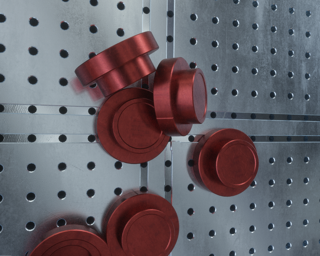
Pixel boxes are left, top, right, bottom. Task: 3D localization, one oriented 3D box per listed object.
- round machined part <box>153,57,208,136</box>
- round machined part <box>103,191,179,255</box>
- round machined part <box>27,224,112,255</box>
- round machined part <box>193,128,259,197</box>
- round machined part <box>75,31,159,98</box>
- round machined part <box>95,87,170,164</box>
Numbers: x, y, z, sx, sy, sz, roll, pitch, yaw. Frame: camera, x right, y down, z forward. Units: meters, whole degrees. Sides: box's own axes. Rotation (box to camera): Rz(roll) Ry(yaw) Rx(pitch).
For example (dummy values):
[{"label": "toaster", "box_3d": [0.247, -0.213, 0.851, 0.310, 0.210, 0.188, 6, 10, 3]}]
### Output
[{"label": "round machined part", "box_3d": [0.031, -0.038, 0.384, 0.042, 0.098, 0.097, -1, 91, 23]}, {"label": "round machined part", "box_3d": [-0.020, 0.133, 0.396, 0.099, 0.042, 0.097, 0, 90, -20]}, {"label": "round machined part", "box_3d": [-0.107, 0.162, 0.364, 0.099, 0.042, 0.097, 0, 90, -20]}, {"label": "round machined part", "box_3d": [0.099, 0.049, 0.440, 0.099, 0.042, 0.097, 0, 90, -20]}, {"label": "round machined part", "box_3d": [-0.044, -0.069, 0.358, 0.099, 0.098, 0.042, -31, 101, -17]}, {"label": "round machined part", "box_3d": [-0.030, -0.003, 0.392, 0.099, 0.042, 0.097, 0, 90, -20]}]
